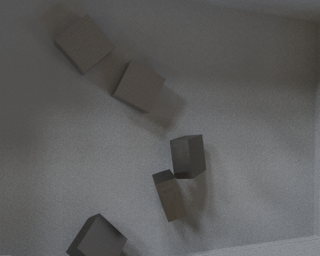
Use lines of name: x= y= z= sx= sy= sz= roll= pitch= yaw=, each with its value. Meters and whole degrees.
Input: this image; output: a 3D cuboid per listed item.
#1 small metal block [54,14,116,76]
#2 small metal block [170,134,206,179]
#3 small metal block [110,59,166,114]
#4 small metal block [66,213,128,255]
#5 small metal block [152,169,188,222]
small metal block: x=-0.091 y=-0.100 z=0.377 sx=0.050 sy=0.025 sz=0.050 roll=-44 pitch=104 yaw=-15
small metal block: x=0.038 y=0.037 z=0.410 sx=0.050 sy=0.025 sz=0.050 roll=-12 pitch=96 yaw=-61
small metal block: x=-0.028 y=-0.052 z=0.400 sx=0.050 sy=0.025 sz=0.050 roll=28 pitch=81 yaw=-18
small metal block: x=-0.074 y=0.140 z=0.370 sx=0.050 sy=0.025 sz=0.050 roll=48 pitch=38 yaw=-14
small metal block: x=0.012 y=0.085 z=0.399 sx=0.025 sy=0.050 sz=0.050 roll=-18 pitch=97 yaw=-5
